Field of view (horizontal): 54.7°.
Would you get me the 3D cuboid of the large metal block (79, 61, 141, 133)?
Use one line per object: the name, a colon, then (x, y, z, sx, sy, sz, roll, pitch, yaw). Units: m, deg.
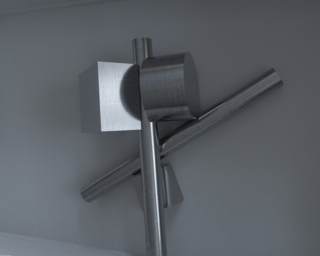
large metal block: (-0.067, -0.035, 0.397, 0.080, 0.050, 0.079, -5, 88, 60)

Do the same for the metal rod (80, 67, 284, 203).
metal rod: (0.016, 0.018, 0.402, 0.300, 0.025, 0.025, -33, 80, 16)

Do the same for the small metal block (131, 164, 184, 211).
small metal block: (-0.003, 0.081, 0.409, 0.050, 0.025, 0.050, -22, 83, 18)

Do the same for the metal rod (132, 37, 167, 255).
metal rod: (-0.012, 0.038, 0.385, 0.025, 0.025, 0.298, -5, 87, 19)

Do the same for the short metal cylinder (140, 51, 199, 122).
short metal cylinder: (0.014, -0.048, 0.373, 0.050, 0.080, 0.080, -5, 89, 18)
